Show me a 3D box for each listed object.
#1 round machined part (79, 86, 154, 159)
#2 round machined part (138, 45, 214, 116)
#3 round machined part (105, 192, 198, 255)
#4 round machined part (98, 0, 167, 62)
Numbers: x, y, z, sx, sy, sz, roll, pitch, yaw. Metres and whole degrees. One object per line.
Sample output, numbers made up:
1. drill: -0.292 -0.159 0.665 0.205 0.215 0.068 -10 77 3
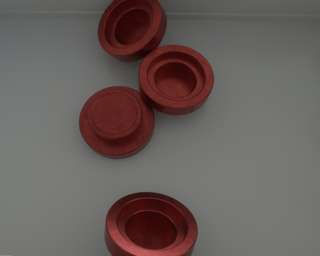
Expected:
1. round machined part: -0.057 -0.012 0.404 0.099 0.042 0.098 0 70 0
2. round machined part: 0.020 -0.060 0.419 0.099 0.042 0.098 2 66 -5
3. round machined part: -0.011 0.118 0.339 0.099 0.042 0.098 8 27 -4
4. round machined part: -0.035 -0.138 0.438 0.098 0.042 0.098 -6 74 23
